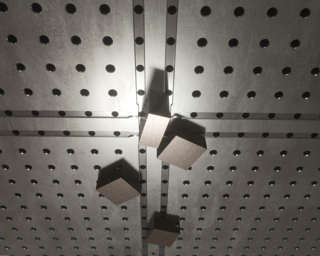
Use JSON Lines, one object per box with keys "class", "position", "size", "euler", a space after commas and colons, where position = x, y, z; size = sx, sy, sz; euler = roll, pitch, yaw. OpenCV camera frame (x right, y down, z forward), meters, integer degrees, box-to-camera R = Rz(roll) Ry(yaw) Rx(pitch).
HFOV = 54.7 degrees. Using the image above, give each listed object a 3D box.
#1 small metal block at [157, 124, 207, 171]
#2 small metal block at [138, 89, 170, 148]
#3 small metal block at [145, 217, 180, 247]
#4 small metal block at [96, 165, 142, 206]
{"class": "small metal block", "position": [0.030, 0.028, 0.436], "size": [0.050, 0.025, 0.050], "euler": [24, 126, -20]}
{"class": "small metal block", "position": [-0.008, -0.012, 0.385], "size": [0.025, 0.050, 0.050], "euler": [12, 129, -11]}
{"class": "small metal block", "position": [0.004, 0.195, 0.578], "size": [0.050, 0.025, 0.050], "euler": [15, 128, -14]}
{"class": "small metal block", "position": [-0.064, 0.092, 0.489], "size": [0.050, 0.025, 0.050], "euler": [-28, 125, 21]}
